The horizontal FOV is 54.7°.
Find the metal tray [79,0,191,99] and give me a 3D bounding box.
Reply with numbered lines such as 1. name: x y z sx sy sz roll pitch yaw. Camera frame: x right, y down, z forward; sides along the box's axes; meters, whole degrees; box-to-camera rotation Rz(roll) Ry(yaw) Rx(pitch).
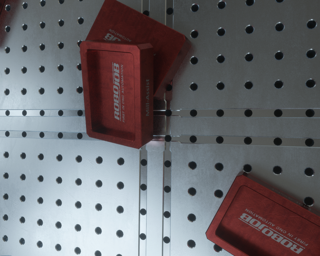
1. metal tray: -0.036 -0.108 0.422 0.130 0.030 0.090 32 100 16

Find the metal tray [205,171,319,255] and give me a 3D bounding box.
1. metal tray: 0.132 0.121 0.363 0.130 0.030 0.090 29 99 17

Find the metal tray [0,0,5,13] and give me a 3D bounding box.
1. metal tray: -0.309 -0.212 0.516 0.090 0.030 0.129 27 99 17

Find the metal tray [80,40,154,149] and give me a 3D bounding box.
1. metal tray: -0.055 -0.045 0.400 0.090 0.030 0.129 11 113 26
